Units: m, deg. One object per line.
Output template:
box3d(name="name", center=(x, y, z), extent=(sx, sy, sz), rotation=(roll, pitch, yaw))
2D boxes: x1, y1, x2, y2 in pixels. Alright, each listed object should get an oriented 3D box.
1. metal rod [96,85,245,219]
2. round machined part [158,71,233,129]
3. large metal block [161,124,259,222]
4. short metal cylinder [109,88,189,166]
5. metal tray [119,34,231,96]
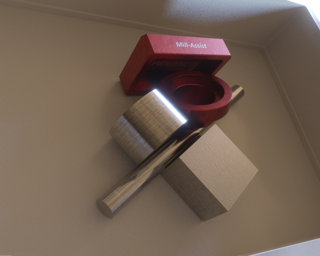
box3d(name="metal rod", center=(0.035, 0.012, 0.417), extent=(0.025, 0.025, 0.302), rotation=(48, 51, 5))
box3d(name="round machined part", center=(0.046, -0.036, 0.424), extent=(0.099, 0.042, 0.098), rotation=(3, 39, -2))
box3d(name="large metal block", center=(0.062, 0.055, 0.388), extent=(0.080, 0.050, 0.080), rotation=(48, 51, 5))
box3d(name="short metal cylinder", center=(-0.012, -0.001, 0.364), extent=(0.050, 0.080, 0.080), rotation=(48, 51, 4))
box3d(name="metal tray", center=(0.021, -0.083, 0.424), extent=(0.131, 0.090, 0.030), rotation=(-7, 65, -32))
